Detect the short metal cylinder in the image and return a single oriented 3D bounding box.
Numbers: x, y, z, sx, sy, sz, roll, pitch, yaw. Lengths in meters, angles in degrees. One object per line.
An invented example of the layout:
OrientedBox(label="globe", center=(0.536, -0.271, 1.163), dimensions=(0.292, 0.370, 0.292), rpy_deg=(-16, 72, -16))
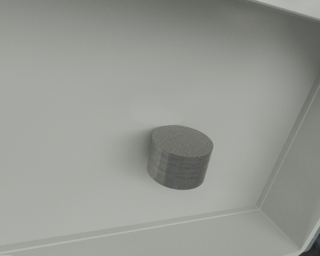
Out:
OrientedBox(label="short metal cylinder", center=(0.026, 0.037, 0.412), dimensions=(0.081, 0.080, 0.050), rpy_deg=(-5, 121, -27))
